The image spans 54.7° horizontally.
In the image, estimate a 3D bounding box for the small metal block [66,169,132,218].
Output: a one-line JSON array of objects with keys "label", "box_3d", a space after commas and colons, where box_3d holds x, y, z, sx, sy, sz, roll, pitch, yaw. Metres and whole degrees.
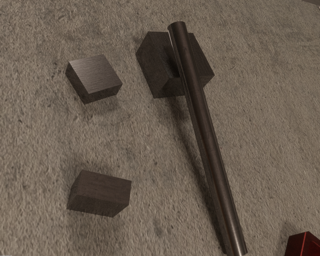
[{"label": "small metal block", "box_3d": [-0.062, 0.068, 0.314, 0.050, 0.050, 0.025, 17, 55, -19]}]

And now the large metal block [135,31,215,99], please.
[{"label": "large metal block", "box_3d": [0.021, -0.094, 0.458, 0.081, 0.050, 0.080, -9, 67, -33]}]

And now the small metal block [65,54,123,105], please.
[{"label": "small metal block", "box_3d": [-0.085, -0.063, 0.398, 0.050, 0.025, 0.050, -24, 75, -37]}]

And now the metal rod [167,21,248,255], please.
[{"label": "metal rod", "box_3d": [0.057, 0.006, 0.391, 0.025, 0.025, 0.299, -7, 78, -32]}]

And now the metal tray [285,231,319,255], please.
[{"label": "metal tray", "box_3d": [0.191, 0.207, 0.379, 0.090, 0.030, 0.130, 39, 51, -2]}]
